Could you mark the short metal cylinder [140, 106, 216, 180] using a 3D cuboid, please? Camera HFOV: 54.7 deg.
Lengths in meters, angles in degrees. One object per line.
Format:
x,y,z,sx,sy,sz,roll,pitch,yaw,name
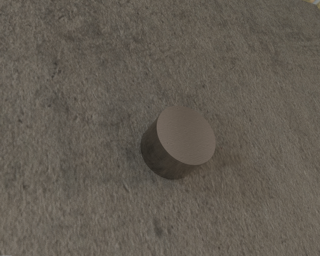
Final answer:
0.022,0.019,0.390,0.081,0.050,0.080,14,56,-21,short metal cylinder
